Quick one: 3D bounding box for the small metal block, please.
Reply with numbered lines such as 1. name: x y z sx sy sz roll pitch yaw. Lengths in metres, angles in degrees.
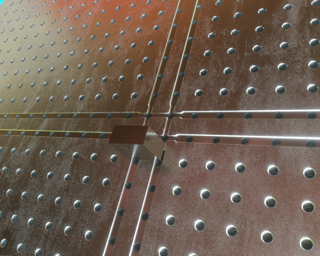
1. small metal block: -0.028 0.020 0.394 0.050 0.050 0.025 1 62 28
